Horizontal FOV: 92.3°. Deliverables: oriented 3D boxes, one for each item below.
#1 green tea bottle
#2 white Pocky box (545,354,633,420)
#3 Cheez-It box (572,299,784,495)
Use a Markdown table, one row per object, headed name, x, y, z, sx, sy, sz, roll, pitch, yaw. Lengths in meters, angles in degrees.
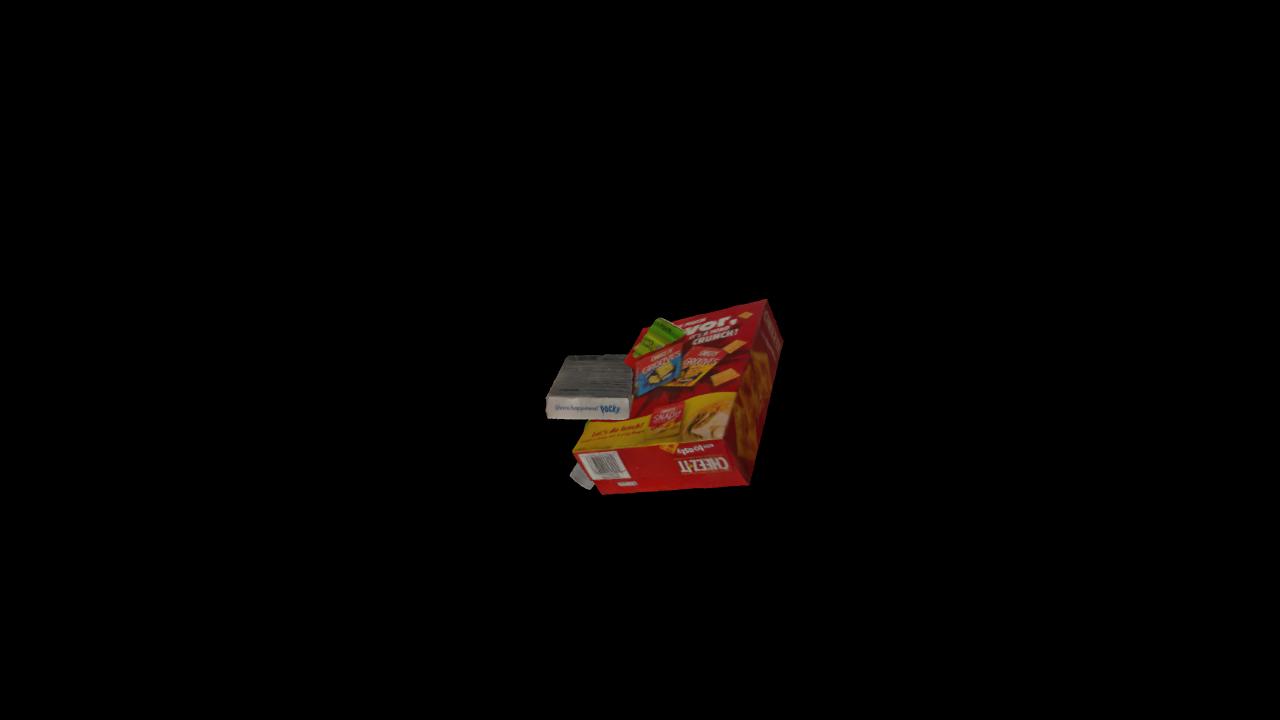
| name | x | y | z | sx | sy | sz | roll | pitch | yaw |
| --- | --- | --- | --- | --- | --- | --- | --- | --- | --- |
| green tea bottle | -0.009 | 0.055 | 0.712 | 0.073 | 0.212 | 0.073 | 34 | -4 | 3 |
| white Pocky box | -0.049 | 0.026 | 0.666 | 0.084 | 0.028 | 0.154 | 0 | 16 | 1 |
| Cheez-It box | 0.049 | 0.035 | 0.649 | 0.166 | 0.071 | 0.223 | -11 | 33 | 30 |
